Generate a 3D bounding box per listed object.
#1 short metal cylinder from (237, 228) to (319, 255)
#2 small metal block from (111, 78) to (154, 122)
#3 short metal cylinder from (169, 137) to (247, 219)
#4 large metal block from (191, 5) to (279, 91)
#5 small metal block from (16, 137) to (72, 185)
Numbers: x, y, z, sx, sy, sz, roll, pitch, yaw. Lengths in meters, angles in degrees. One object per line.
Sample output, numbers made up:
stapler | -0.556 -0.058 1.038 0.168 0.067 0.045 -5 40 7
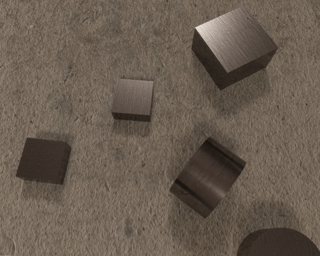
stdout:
short metal cylinder | 0.130 0.152 0.341 0.081 0.050 0.080 0 70 0
small metal block | -0.036 -0.038 0.421 0.050 0.025 0.050 5 70 1
short metal cylinder | 0.055 0.056 0.359 0.050 0.080 0.080 37 74 12
large metal block | 0.102 -0.113 0.437 0.080 0.050 0.080 -27 73 -10
small metal block | -0.145 0.042 0.391 0.050 0.025 0.050 7 70 2
